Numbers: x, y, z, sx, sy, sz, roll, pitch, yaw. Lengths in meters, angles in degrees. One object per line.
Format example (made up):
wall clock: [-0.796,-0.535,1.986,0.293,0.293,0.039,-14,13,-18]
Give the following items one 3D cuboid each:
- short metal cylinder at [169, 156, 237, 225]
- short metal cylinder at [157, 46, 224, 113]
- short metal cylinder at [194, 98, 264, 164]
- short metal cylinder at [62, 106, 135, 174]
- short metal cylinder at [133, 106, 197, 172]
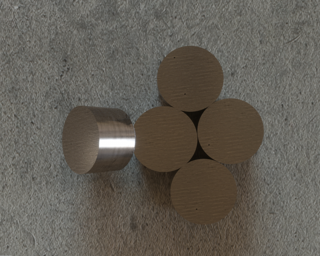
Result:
short metal cylinder: [0.053,0.077,0.399,0.081,0.050,0.080,0,90,0]
short metal cylinder: [0.037,-0.060,0.399,0.081,0.050,0.080,0,90,0]
short metal cylinder: [0.085,0.004,0.399,0.081,0.050,0.080,0,90,0]
short metal cylinder: [-0.076,0.014,0.377,0.080,0.050,0.080,-2,88,44]
short metal cylinder: [0.005,0.013,0.398,0.081,0.050,0.080,0,90,0]
